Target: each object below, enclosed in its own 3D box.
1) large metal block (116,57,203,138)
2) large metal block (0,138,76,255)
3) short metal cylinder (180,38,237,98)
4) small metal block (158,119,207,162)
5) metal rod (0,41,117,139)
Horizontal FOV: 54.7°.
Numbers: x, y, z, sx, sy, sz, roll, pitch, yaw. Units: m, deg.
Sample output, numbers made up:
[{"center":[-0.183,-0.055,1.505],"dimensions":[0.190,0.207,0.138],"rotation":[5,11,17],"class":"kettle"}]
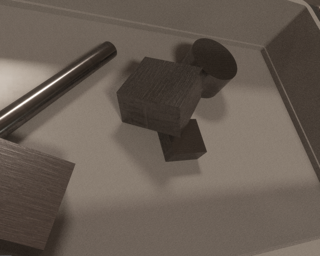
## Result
[{"center":[0.003,-0.042,0.396],"dimensions":[0.080,0.050,0.080],"rotation":[15,49,18],"class":"large metal block"},{"center":[-0.133,0.063,0.280],"dimensions":[0.080,0.050,0.080],"rotation":[22,53,-15],"class":"large metal block"},{"center":[0.073,-0.094,0.489],"dimensions":[0.081,0.050,0.080],"rotation":[14,56,-21],"class":"short metal cylinder"},{"center":[0.028,0.016,0.413],"dimensions":[0.050,0.025,0.050],"rotation":[-1,62,-29],"class":"small metal block"},{"center":[-0.147,-0.022,0.340],"dimensions":[0.025,0.025,0.301],"rotation":[41,51,-1],"class":"metal rod"}]
